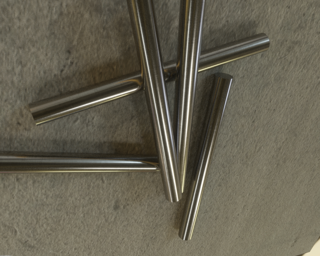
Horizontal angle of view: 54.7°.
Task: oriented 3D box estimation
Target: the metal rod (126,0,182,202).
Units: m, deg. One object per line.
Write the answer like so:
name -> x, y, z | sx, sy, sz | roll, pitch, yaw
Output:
metal rod -> -0.001, -0.019, 0.363 | 0.025, 0.025, 0.298 | -22, 129, -16

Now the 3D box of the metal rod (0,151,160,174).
metal rod -> -0.133, 0.040, 0.359 | 0.302, 0.025, 0.025 | 4, 116, -31

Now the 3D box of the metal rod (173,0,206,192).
metal rod -> 0.029, -0.021, 0.385 | 0.025, 0.025, 0.298 | -16, 133, -20

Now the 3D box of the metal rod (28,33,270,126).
metal rod -> 0.002, -0.064, 0.369 | 0.302, 0.025, 0.025 | -20, 127, -17

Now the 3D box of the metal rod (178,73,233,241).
metal rod -> 0.065, 0.060, 0.481 | 0.025, 0.025, 0.298 | -6, 121, -26
